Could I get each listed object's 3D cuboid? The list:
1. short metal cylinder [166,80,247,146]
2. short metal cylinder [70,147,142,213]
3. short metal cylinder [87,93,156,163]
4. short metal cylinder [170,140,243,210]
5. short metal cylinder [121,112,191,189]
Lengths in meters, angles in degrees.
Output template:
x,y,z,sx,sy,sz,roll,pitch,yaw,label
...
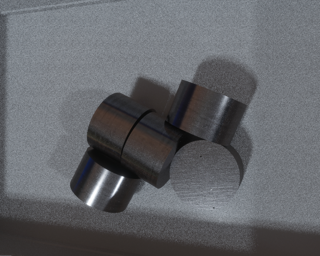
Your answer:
x,y,z,sx,sy,sz,roll,pitch,yaw,label
0.053,-0.018,0.360,0.080,0.080,0.050,24,98,18,short metal cylinder
-0.068,0.065,0.402,0.080,0.080,0.050,31,100,17,short metal cylinder
-0.047,0.001,0.395,0.050,0.080,0.080,27,99,17,short metal cylinder
0.058,0.053,0.374,0.080,0.050,0.079,0,90,19,short metal cylinder
-0.003,0.027,0.381,0.050,0.080,0.080,28,99,17,short metal cylinder
